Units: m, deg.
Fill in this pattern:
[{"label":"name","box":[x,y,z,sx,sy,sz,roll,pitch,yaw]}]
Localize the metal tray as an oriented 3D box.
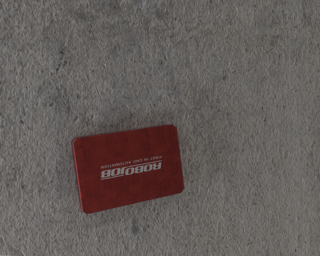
[{"label":"metal tray","box":[-0.039,0.048,0.392,0.131,0.030,0.090,-8,93,-20]}]
